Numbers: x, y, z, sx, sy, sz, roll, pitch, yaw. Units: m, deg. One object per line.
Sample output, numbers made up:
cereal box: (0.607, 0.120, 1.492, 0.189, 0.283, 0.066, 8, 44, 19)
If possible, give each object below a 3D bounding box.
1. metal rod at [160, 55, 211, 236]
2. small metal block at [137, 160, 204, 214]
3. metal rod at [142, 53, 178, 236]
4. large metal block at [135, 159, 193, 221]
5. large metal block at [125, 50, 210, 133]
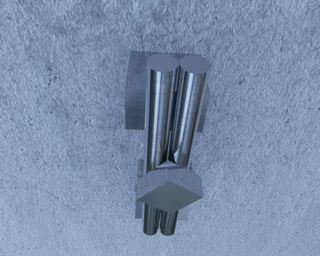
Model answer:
metal rod: (0.020, 0.050, 0.356, 0.025, 0.025, 0.298, 2, 137, -2)
small metal block: (0.010, 0.066, 0.336, 0.050, 0.025, 0.050, 30, 130, -30)
metal rod: (-0.006, 0.049, 0.354, 0.025, 0.025, 0.298, 2, 137, -2)
large metal block: (0.005, 0.096, 0.473, 0.081, 0.050, 0.079, 4, 130, -4)
large metal block: (0.006, -0.042, 0.338, 0.081, 0.080, 0.050, 3, 130, -3)
